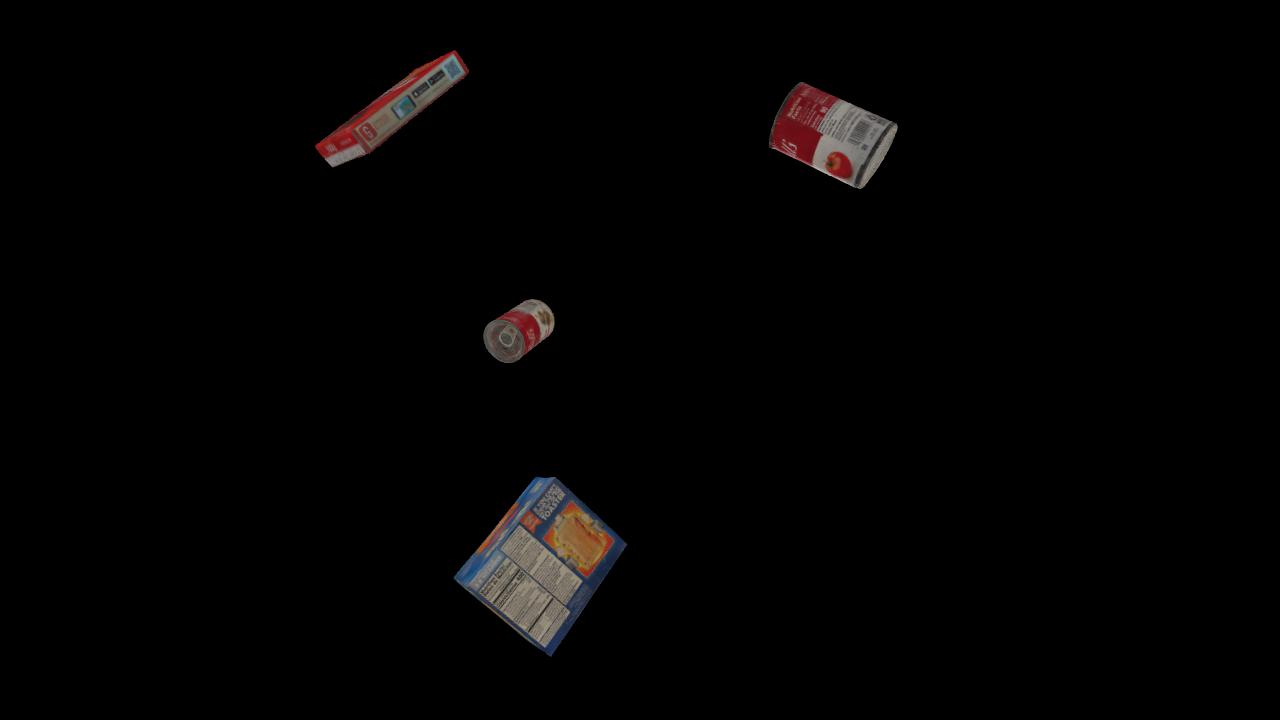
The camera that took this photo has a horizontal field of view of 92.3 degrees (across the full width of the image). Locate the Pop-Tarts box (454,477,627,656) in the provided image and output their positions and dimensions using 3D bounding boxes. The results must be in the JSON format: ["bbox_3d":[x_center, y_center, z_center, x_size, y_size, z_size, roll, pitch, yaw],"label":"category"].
[{"bbox_3d":[-0.127,0.260,0.797,0.167,0.141,0.083,-52,15,-29],"label":"Pop-Tarts box"}]

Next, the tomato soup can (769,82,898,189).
[{"bbox_3d":[0.188,-0.218,0.599,0.101,0.068,0.068,33,11,18],"label":"tomato soup can"}]

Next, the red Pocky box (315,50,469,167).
[{"bbox_3d":[-0.248,-0.253,0.618,0.083,0.155,0.028,2,-42,42],"label":"red Pocky box"}]

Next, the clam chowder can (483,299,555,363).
[{"bbox_3d":[-0.179,-0.046,0.925,0.068,0.068,0.102,0,23,20],"label":"clam chowder can"}]
